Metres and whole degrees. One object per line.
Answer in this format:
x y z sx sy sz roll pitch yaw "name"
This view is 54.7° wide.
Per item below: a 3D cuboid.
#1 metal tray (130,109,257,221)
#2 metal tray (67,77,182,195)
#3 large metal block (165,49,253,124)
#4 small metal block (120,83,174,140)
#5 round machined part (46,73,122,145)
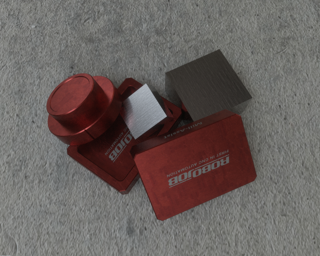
0.041 0.043 0.367 0.131 0.030 0.090 -22 108 -7 "metal tray"
-0.043 0.008 0.402 0.090 0.030 0.130 33 73 11 "metal tray"
0.061 -0.046 0.413 0.080 0.050 0.080 -25 72 -9 "large metal block"
-0.019 -0.020 0.392 0.050 0.025 0.050 -36 74 17 "small metal block"
-0.101 -0.030 0.388 0.098 0.042 0.098 -15 49 18 "round machined part"
